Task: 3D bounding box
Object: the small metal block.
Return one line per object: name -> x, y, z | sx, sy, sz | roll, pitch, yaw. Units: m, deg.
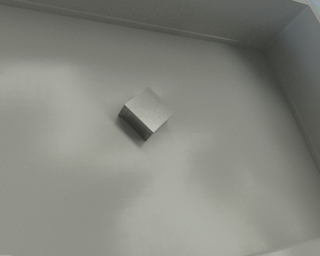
small metal block -> -0.017, -0.019, 0.408 | 0.050, 0.025, 0.050 | 44, 51, 2
